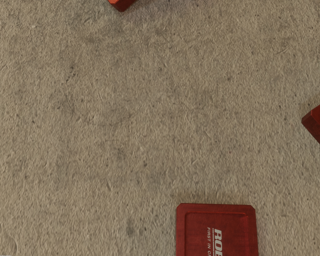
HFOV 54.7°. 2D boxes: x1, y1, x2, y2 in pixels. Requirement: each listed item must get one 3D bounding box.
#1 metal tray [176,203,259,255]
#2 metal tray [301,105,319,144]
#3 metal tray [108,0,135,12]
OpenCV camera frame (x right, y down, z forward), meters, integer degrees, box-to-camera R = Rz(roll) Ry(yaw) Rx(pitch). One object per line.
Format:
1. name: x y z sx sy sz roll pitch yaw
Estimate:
1. metal tray: 0.063 0.153 0.349 0.091 0.030 0.130 2 70 0
2. metal tray: 0.271 -0.013 0.412 0.131 0.030 0.090 -31 73 -11
3. metal tray: -0.042 -0.254 0.468 0.130 0.030 0.090 -39 76 13
